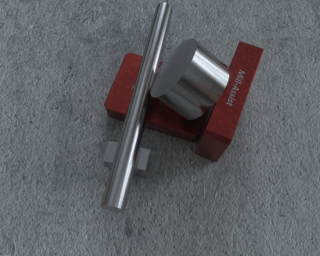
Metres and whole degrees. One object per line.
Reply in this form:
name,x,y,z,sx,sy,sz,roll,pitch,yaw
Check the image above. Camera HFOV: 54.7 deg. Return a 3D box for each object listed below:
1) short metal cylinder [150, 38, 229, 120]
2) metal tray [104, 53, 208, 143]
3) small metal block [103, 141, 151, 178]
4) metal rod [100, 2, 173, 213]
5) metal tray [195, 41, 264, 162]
short metal cylinder,0.033,-0.056,0.362,0.050,0.080,0.080,33,70,-24
metal tray,0.002,-0.042,0.422,0.131,0.030,0.090,17,71,6
small metal block,-0.038,0.040,0.381,0.050,0.050,0.025,12,71,4
metal rod,-0.021,-0.046,0.385,0.025,0.025,0.300,10,61,3
metal tray,0.085,-0.030,0.387,0.030,0.090,0.130,22,71,7
